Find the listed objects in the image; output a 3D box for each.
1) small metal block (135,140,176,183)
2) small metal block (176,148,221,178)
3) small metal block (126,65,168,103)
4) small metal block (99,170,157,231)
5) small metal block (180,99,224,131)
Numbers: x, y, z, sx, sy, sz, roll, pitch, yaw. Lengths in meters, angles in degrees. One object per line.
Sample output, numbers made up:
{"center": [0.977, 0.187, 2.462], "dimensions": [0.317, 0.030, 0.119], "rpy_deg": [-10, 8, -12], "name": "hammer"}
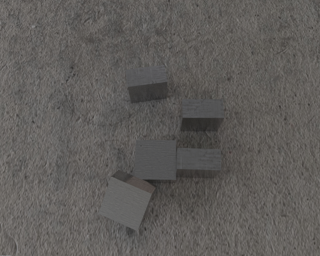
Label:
{"center": [-0.005, 0.043, 0.392], "dimensions": [0.050, 0.025, 0.050], "rpy_deg": [1, 70, 0], "name": "small metal block"}
{"center": [0.045, 0.044, 0.379], "dimensions": [0.050, 0.050, 0.025], "rpy_deg": [2, 70, 0], "name": "small metal block"}
{"center": [-0.017, -0.058, 0.416], "dimensions": [0.050, 0.050, 0.025], "rpy_deg": [-8, 71, -3], "name": "small metal block"}
{"center": [-0.038, 0.084, 0.365], "dimensions": [0.050, 0.025, 0.050], "rpy_deg": [22, 104, 7], "name": "small metal block"}
{"center": [0.053, -0.016, 0.401], "dimensions": [0.050, 0.050, 0.025], "rpy_deg": [0, 70, 0], "name": "small metal block"}
